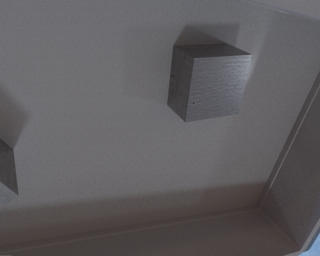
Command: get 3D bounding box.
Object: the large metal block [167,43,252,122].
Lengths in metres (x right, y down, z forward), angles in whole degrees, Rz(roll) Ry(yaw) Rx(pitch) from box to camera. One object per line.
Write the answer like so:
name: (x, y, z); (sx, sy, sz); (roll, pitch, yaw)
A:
large metal block: (0.060, -0.059, 0.390); (0.081, 0.050, 0.079); (-9, 123, -24)

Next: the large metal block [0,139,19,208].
large metal block: (-0.192, 0.050, 0.300); (0.080, 0.080, 0.050); (-35, 129, -5)
